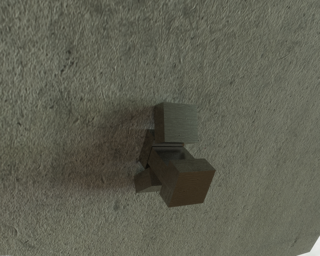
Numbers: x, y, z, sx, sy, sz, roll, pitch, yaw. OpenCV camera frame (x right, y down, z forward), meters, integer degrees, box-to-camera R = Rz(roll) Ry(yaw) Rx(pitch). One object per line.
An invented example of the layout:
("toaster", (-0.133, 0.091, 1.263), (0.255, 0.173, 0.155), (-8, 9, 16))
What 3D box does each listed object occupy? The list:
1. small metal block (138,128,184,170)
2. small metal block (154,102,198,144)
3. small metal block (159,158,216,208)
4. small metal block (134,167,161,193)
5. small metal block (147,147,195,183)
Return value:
("small metal block", (0.003, 0.029, 0.431), (0.050, 0.025, 0.050), (2, 117, -30))
("small metal block", (0.021, -0.005, 0.403), (0.050, 0.025, 0.050), (3, 81, -30))
("small metal block", (0.032, 0.065, 0.371), (0.050, 0.025, 0.050), (1, 118, -29))
("small metal block", (-0.003, 0.073, 0.438), (0.050, 0.025, 0.050), (2, 158, -30))
("small metal block", (0.019, 0.048, 0.401), (0.050, 0.050, 0.025), (2, 117, -30))
